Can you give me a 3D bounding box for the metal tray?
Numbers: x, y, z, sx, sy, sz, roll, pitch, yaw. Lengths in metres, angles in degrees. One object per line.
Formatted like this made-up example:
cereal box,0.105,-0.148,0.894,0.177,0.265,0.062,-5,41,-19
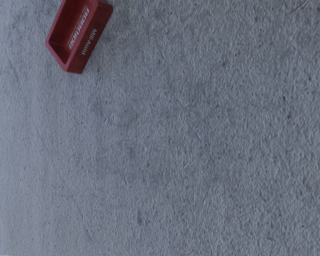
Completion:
metal tray,-0.139,-0.168,0.516,0.090,0.030,0.129,50,119,28
